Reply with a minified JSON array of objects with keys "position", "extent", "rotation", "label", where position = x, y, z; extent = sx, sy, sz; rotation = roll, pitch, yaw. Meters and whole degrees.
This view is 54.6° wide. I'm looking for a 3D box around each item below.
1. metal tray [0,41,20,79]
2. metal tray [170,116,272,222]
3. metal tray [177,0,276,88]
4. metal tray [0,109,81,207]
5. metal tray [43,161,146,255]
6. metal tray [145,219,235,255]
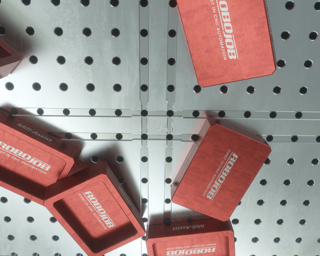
[{"position":[-0.232,-0.104,0.338],"extent":[0.130,0.090,0.030],"rotation":[42,105,-14],"label":"metal tray"},{"position":[0.081,0.060,0.433],"extent":[0.090,0.030,0.129],"rotation":[23,108,-8],"label":"metal tray"},{"position":[0.075,-0.118,0.351],"extent":[0.090,0.030,0.129],"rotation":[-8,112,25],"label":"metal tray"},{"position":[-0.189,0.042,0.424],"extent":[0.130,0.030,0.090],"rotation":[29,107,-10],"label":"metal tray"},{"position":[-0.087,0.118,0.434],"extent":[0.090,0.030,0.130],"rotation":[-26,119,1],"label":"metal tray"},{"position":[0.048,0.191,0.481],"extent":[0.131,0.030,0.089],"rotation":[-7,110,2],"label":"metal tray"}]
